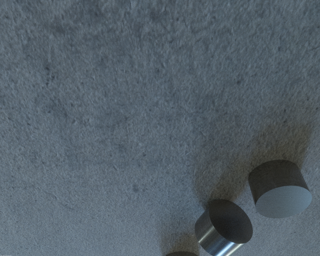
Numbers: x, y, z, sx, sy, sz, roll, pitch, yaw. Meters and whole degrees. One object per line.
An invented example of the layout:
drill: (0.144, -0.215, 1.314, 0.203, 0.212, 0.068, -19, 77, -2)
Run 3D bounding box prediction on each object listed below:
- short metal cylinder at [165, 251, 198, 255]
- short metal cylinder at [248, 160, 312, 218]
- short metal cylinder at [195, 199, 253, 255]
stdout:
short metal cylinder: (0.045, 0.303, 0.650, 0.081, 0.050, 0.079, 0, 130, 0)
short metal cylinder: (0.181, 0.094, 0.474, 0.081, 0.050, 0.079, 0, 130, 0)
short metal cylinder: (0.105, 0.167, 0.515, 0.081, 0.080, 0.050, 18, 128, -15)
